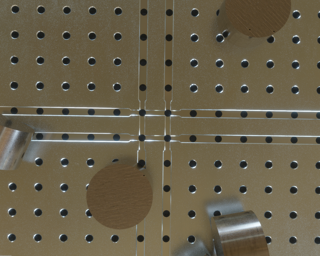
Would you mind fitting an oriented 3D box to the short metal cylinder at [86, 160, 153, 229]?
[{"bbox_3d":[-0.049,0.083,0.400,0.081,0.050,0.079,0,90,-1],"label":"short metal cylinder"}]

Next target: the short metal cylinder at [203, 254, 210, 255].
[{"bbox_3d":[0.061,0.208,0.387,0.050,0.080,0.080,-35,90,0],"label":"short metal cylinder"}]

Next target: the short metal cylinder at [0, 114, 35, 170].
[{"bbox_3d":[-0.205,0.013,0.383,0.080,0.080,0.050,24,90,-1],"label":"short metal cylinder"}]

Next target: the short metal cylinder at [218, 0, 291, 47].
[{"bbox_3d":[0.120,-0.150,0.402,0.081,0.050,0.079,0,90,-1],"label":"short metal cylinder"}]

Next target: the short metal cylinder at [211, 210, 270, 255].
[{"bbox_3d":[0.098,0.148,0.387,0.050,0.080,0.080,-10,90,0],"label":"short metal cylinder"}]
